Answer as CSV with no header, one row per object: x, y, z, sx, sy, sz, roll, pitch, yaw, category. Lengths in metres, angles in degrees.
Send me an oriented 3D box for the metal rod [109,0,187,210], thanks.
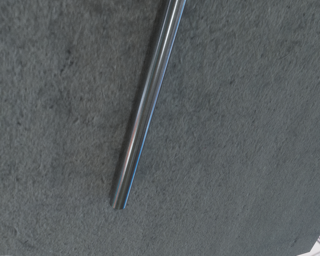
-0.019,-0.023,0.383,0.025,0.025,0.298,3,117,-30,metal rod
